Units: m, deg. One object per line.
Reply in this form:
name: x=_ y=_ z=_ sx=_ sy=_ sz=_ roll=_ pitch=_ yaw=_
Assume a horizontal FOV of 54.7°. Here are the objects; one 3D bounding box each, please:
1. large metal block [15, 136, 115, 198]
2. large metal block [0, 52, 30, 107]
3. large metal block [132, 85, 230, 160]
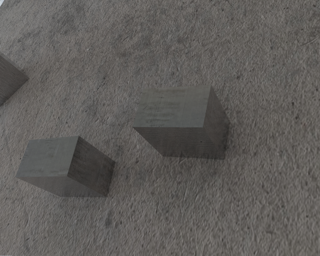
large metal block: x=-0.118 y=0.053 z=0.398 sx=0.080 sy=0.080 sz=0.050 roll=-5 pitch=60 yaw=25
large metal block: x=-0.319 y=-0.102 z=0.599 sx=0.080 sy=0.080 sz=0.050 roll=-46 pitch=51 yaw=-4
large metal block: x=0.028 y=-0.004 z=0.356 sx=0.080 sy=0.080 sz=0.050 roll=0 pitch=62 yaw=28
